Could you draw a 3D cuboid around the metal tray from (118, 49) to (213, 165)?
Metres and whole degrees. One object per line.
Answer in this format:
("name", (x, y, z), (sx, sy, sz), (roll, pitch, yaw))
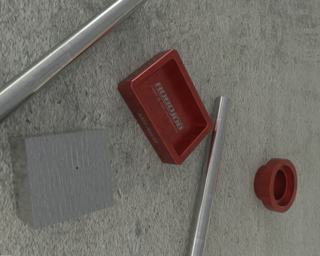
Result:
("metal tray", (0.013, -0.027, 0.413), (0.090, 0.030, 0.130), (-45, 117, -31))

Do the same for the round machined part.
("round machined part", (0.212, 0.104, 0.575), (0.099, 0.042, 0.097), (0, 90, -40))

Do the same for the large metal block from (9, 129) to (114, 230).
("large metal block", (-0.097, 0.044, 0.309), (0.081, 0.050, 0.079), (-7, 95, -40))

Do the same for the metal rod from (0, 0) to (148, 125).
("metal rod", (-0.109, -0.065, 0.314), (0.301, 0.025, 0.025), (-51, 120, -28))

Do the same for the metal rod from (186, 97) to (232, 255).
("metal rod", (0.070, 0.098, 0.465), (0.025, 0.025, 0.299), (21, 77, -39))
